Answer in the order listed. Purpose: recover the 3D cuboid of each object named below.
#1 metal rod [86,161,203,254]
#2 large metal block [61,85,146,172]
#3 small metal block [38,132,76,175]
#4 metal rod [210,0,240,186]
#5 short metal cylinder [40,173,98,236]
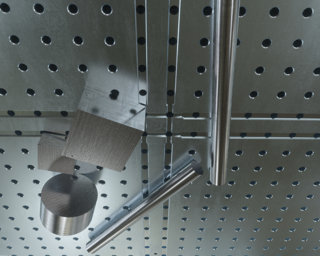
[{"bbox_3d":[-0.040,0.147,0.536,0.025,0.025,0.299,32,123,-25],"label":"metal rod"},{"bbox_3d":[-0.072,0.003,0.397,0.080,0.050,0.079,19,128,-16],"label":"large metal block"},{"bbox_3d":[-0.145,0.037,0.442,0.050,0.025,0.050,11,129,-10],"label":"small metal block"},{"bbox_3d":[0.077,-0.033,0.383,0.025,0.025,0.298,-4,130,3],"label":"metal rod"},{"bbox_3d":[-0.139,0.115,0.472,0.081,0.080,0.050,12,129,-10],"label":"short metal cylinder"}]
